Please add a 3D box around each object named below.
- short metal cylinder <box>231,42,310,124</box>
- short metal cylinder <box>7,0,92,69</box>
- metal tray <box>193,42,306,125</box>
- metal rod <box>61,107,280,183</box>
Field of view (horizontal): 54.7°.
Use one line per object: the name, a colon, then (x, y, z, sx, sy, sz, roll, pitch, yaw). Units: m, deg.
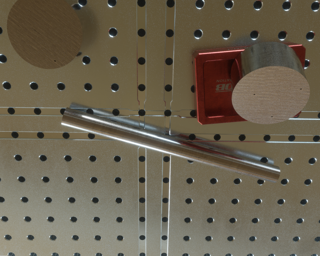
short metal cylinder: (0.123, -0.050, 0.354, 0.080, 0.050, 0.079, 5, 134, 6)
short metal cylinder: (-0.124, -0.112, 0.357, 0.081, 0.050, 0.079, 0, 110, -1)
metal tray: (0.110, -0.056, 0.391, 0.131, 0.030, 0.089, -5, 110, 1)
metal rod: (0.020, 0.026, 0.423, 0.302, 0.025, 0.025, 16, 109, -7)
